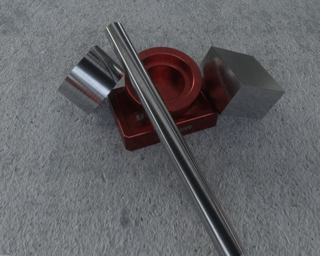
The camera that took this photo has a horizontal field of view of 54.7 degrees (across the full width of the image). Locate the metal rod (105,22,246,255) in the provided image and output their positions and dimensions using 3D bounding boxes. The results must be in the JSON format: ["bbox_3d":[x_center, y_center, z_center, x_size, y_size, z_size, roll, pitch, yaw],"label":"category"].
[{"bbox_3d":[0.006,0.000,0.348,0.025,0.025,0.299,-22,70,-17],"label":"metal rod"}]

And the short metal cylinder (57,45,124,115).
[{"bbox_3d":[-0.090,-0.064,0.413,0.050,0.080,0.080,40,53,-14],"label":"short metal cylinder"}]

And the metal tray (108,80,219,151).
[{"bbox_3d":[0.003,-0.027,0.424,0.131,0.030,0.090,-16,52,-14],"label":"metal tray"}]

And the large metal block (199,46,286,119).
[{"bbox_3d":[0.105,-0.060,0.418,0.081,0.050,0.080,3,45,-33],"label":"large metal block"}]

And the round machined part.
[{"bbox_3d":[0.003,-0.055,0.409,0.099,0.042,0.098,2,65,-4],"label":"round machined part"}]
